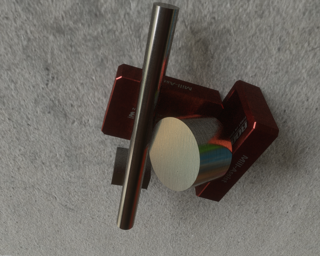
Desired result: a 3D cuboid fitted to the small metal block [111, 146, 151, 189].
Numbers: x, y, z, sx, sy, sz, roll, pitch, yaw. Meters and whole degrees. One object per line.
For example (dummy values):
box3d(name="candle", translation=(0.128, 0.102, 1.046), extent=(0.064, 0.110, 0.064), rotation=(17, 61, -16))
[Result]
box3d(name="small metal block", translation=(-0.040, 0.056, 0.439), extent=(0.050, 0.050, 0.025), rotation=(10, 129, -9))

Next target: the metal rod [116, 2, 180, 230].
box3d(name="metal rod", translation=(-0.022, 0.010, 0.366), extent=(0.025, 0.025, 0.298), rotation=(8, 121, -7))

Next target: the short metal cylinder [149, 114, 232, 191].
box3d(name="short metal cylinder", translation=(0.032, 0.025, 0.347), extent=(0.050, 0.080, 0.079), rotation=(-7, 140, -39))

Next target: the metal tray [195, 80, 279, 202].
box3d(name="metal tray", translation=(0.084, 0.018, 0.382), extent=(0.030, 0.090, 0.129), rotation=(18, 128, -15))

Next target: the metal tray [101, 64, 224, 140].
box3d(name="metal tray", translation=(0.001, -0.019, 0.388), extent=(0.131, 0.030, 0.089), rotation=(14, 129, -12))
